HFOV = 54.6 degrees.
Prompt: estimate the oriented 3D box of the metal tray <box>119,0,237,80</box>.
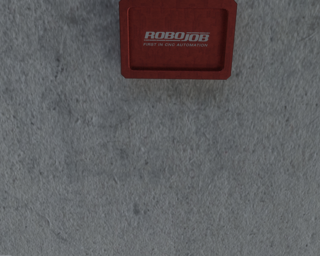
[{"bbox_3d":[0.020,-0.105,0.368,0.131,0.030,0.089,1,110,-1],"label":"metal tray"}]
